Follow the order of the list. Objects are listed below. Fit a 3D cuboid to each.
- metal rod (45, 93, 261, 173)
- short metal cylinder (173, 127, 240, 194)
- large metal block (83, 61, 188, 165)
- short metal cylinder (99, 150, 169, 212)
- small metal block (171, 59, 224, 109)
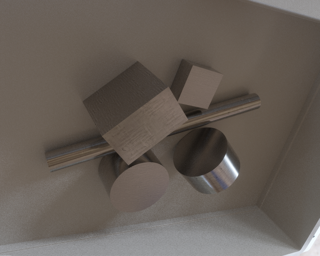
[{"bbox_3d":[0.006,0.000,0.412,0.302,0.025,0.025,-16,125,-20],"label":"metal rod"},{"bbox_3d":[0.066,0.046,0.438,0.080,0.080,0.050,-40,130,-1],"label":"short metal cylinder"},{"bbox_3d":[-0.029,-0.019,0.345,0.080,0.080,0.050,-37,130,-4],"label":"large metal block"},{"bbox_3d":[-0.035,0.065,0.412,0.081,0.050,0.079,-14,125,-21],"label":"short metal cylinder"},{"bbox_3d":[0.046,-0.056,0.399,0.050,0.025,0.050,9,114,-33],"label":"small metal block"}]
